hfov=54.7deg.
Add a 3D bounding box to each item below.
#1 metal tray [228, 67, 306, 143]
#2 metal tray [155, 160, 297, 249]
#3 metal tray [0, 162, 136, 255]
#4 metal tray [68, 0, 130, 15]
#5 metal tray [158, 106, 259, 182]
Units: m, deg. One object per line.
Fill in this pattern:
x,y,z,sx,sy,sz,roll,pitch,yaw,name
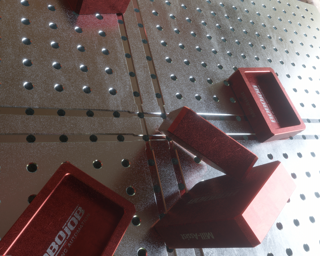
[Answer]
0.183,-0.043,0.532,0.091,0.030,0.130,-7,66,-32,metal tray
0.064,0.083,0.324,0.091,0.130,0.030,-36,94,-39,metal tray
-0.091,0.108,0.290,0.090,0.030,0.130,35,51,-6,metal tray
-0.113,-0.240,0.491,0.091,0.030,0.130,-18,71,-35,metal tray
0.047,0.016,0.361,0.090,0.130,0.030,35,87,-4,metal tray
